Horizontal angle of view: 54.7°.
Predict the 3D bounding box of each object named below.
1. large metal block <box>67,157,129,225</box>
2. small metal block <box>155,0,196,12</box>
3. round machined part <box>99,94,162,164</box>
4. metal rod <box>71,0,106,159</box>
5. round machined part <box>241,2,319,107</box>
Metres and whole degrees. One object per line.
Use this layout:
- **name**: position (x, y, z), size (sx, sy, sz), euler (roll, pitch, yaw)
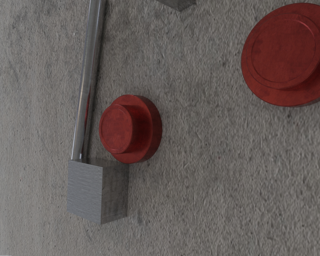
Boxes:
- **large metal block**: position (-0.094, 0.090, 0.467), size (0.080, 0.050, 0.079), euler (5, 93, 40)
- **small metal block**: position (0.015, -0.177, 0.376), size (0.025, 0.050, 0.050), euler (-16, 80, 39)
- **round machined part**: position (-0.048, 0.001, 0.433), size (0.098, 0.042, 0.097), euler (0, 90, 40)
- **metal rod**: position (-0.118, -0.060, 0.502), size (0.025, 0.025, 0.298), euler (15, 99, 39)
- **round machined part**: position (0.122, -0.069, 0.293), size (0.098, 0.042, 0.097), euler (0, 90, 40)
